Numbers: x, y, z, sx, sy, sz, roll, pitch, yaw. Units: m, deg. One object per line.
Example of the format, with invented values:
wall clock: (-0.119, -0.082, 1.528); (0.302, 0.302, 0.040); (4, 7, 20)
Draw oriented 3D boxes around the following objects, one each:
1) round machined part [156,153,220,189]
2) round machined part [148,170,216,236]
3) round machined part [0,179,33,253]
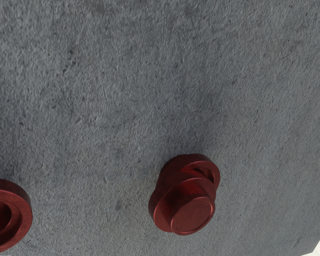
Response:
round machined part: (0.038, 0.079, 0.465); (0.099, 0.042, 0.097); (-14, 124, -21)
round machined part: (0.037, 0.109, 0.429); (0.099, 0.042, 0.097); (-14, 124, -21)
round machined part: (-0.198, 0.094, 0.346); (0.099, 0.042, 0.097); (-14, 124, -21)
